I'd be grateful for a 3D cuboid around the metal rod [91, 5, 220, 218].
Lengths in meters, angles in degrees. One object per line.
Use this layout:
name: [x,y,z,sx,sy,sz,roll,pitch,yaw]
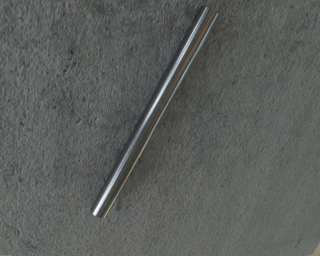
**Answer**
metal rod: [-0.014,-0.009,0.393,0.025,0.025,0.299,19,109,-35]
